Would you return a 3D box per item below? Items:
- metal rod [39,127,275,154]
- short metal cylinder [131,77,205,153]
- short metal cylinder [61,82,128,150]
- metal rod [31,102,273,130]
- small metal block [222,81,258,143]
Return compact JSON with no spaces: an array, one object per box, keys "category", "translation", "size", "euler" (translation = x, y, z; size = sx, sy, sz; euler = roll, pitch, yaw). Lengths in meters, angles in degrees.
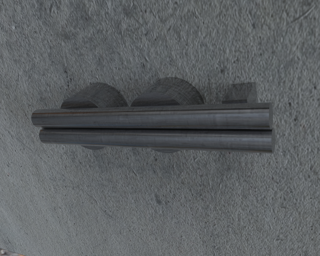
[{"category":"metal rod","translation":[-0.026,0.011,0.363],"size":[0.300,0.025,0.025],"euler":[0,119,28]},{"category":"short metal cylinder","translation":[0.010,-0.016,0.378],"size":[0.080,0.050,0.079],"euler":[13,124,21]},{"category":"short metal cylinder","translation":[-0.089,-0.017,0.427],"size":[0.080,0.050,0.079],"euler":[13,124,21]},{"category":"metal rod","translation":[-0.032,-0.012,0.352],"size":[0.300,0.025,0.025],"euler":[0,119,28]},{"category":"small metal block","translation":[0.090,-0.017,0.336],"size":[0.025,0.050,0.050],"euler":[-2,117,29]}]
